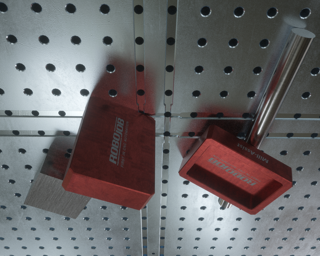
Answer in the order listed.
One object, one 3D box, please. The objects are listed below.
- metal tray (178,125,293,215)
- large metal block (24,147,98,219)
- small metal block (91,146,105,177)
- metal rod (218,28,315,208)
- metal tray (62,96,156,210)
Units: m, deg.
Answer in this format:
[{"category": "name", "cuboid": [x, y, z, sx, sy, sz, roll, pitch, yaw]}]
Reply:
[{"category": "metal tray", "cuboid": [0.103, 0.062, 0.434, 0.130, 0.030, 0.089, 29, 131, -4]}, {"category": "large metal block", "cuboid": [-0.145, 0.085, 0.465, 0.080, 0.050, 0.080, 24, 126, -20]}, {"category": "small metal block", "cuboid": [-0.065, 0.041, 0.446, 0.050, 0.025, 0.050, -16, 129, 12]}, {"category": "metal rod", "cuboid": [0.131, 0.012, 0.423, 0.025, 0.025, 0.298, 6, 130, -6]}, {"category": "metal tray", "cuboid": [-0.053, 0.024, 0.362, 0.091, 0.130, 0.030, 20, 127, -17]}]
